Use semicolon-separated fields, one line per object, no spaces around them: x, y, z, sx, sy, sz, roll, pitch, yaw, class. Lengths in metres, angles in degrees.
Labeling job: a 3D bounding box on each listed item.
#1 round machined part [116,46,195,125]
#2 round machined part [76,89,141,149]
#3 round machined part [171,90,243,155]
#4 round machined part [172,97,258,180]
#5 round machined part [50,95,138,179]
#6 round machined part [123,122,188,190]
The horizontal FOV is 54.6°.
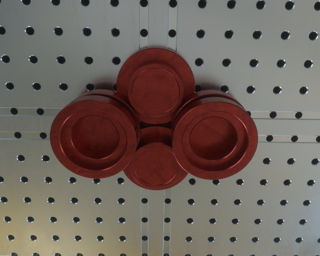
-0.005;-0.050;0.386;0.099;0.042;0.097;0;110;0;round machined part
-0.073;-0.003;0.402;0.099;0.042;0.097;0;110;0;round machined part
0.063;-0.003;0.403;0.099;0.042;0.097;0;110;0;round machined part
0.063;0.010;0.373;0.099;0.042;0.097;0;110;0;round machined part
-0.076;0.008;0.372;0.099;0.042;0.097;0;110;0;round machined part
-0.005;0.043;0.419;0.099;0.042;0.097;0;110;0;round machined part
